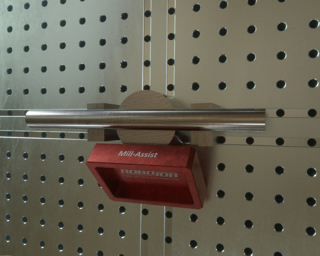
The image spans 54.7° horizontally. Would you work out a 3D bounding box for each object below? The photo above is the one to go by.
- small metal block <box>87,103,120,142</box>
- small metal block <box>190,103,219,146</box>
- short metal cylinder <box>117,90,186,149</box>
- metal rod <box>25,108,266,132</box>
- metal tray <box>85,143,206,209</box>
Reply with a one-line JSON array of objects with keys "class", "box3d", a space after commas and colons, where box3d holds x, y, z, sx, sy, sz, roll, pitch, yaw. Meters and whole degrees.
[{"class": "small metal block", "box3d": [-0.075, -0.007, 0.426, 0.025, 0.050, 0.050, -1, 90, 20]}, {"class": "small metal block", "box3d": [0.056, -0.004, 0.380, 0.025, 0.050, 0.050, -1, 90, 20]}, {"class": "short metal cylinder", "box3d": [-0.010, -0.007, 0.402, 0.080, 0.050, 0.080, 0, 90, 20]}, {"class": "metal rod", "box3d": [-0.033, -0.010, 0.371, 0.301, 0.025, 0.025, 1, 90, 20]}, {"class": "metal tray", "box3d": [-0.015, 0.060, 0.385, 0.130, 0.090, 0.030, 1, 47, 20]}]
